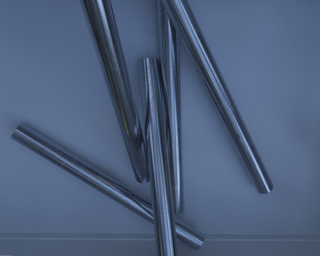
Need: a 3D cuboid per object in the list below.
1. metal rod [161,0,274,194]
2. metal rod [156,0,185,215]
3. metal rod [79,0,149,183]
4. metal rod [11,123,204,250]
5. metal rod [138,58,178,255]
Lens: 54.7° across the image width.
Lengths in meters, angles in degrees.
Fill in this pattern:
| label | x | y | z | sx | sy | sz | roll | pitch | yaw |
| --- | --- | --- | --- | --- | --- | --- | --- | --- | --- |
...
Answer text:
| label | x | y | z | sx | sy | sz | roll | pitch | yaw |
| --- | --- | --- | --- | --- | --- | --- | --- | --- | --- |
| metal rod | 0.079 | -0.032 | 0.386 | 0.025 | 0.025 | 0.299 | -27 | 113 | 9 |
| metal rod | 0.015 | -0.019 | 0.404 | 0.025 | 0.025 | 0.298 | -3 | 110 | 1 |
| metal rod | -0.041 | -0.035 | 0.331 | 0.025 | 0.025 | 0.298 | -8 | 136 | 2 |
| metal rod | -0.066 | 0.086 | 0.434 | 0.301 | 0.025 | 0.025 | 34 | 106 | -9 |
| metal rod | 0.000 | 0.065 | 0.373 | 0.025 | 0.025 | 0.298 | -6 | 86 | 2 |
